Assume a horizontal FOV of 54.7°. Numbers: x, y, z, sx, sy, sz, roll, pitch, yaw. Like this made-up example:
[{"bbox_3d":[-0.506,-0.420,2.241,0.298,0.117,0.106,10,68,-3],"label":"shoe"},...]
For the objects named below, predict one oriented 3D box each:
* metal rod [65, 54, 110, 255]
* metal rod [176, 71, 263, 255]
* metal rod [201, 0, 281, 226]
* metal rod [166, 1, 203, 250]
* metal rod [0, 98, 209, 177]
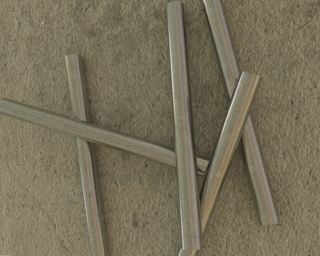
[{"bbox_3d":[-0.105,0.043,0.445,0.025,0.025,0.298,-9,87,20],"label":"metal rod"},{"bbox_3d":[0.058,0.080,0.372,0.025,0.025,0.298,21,103,18],"label":"metal rod"},{"bbox_3d":[0.094,-0.034,0.375,0.025,0.025,0.298,-15,85,19],"label":"metal rod"},{"bbox_3d":[0.028,-0.011,0.376,0.025,0.025,0.298,-7,79,20],"label":"metal rod"},{"bbox_3d":[-0.081,0.009,0.415,0.301,0.025,0.025,16,96,11],"label":"metal rod"}]
